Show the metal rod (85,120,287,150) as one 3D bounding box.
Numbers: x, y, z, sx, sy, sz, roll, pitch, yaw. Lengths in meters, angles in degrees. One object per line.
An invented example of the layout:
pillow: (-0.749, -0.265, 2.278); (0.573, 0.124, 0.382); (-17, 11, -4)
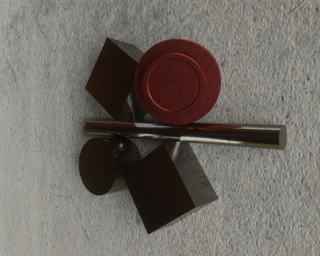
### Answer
metal rod: (0.006, 0.004, 0.401); (0.300, 0.025, 0.025); (3, 92, 39)

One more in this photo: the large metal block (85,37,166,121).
large metal block: (-0.048, -0.065, 0.424); (0.080, 0.050, 0.080); (44, 116, 31)

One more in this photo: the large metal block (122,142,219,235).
large metal block: (0.011, 0.071, 0.379); (0.080, 0.050, 0.080); (-40, 66, 32)

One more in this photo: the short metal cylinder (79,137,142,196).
short metal cylinder: (-0.072, 0.053, 0.447); (0.080, 0.050, 0.079); (0, 90, 39)

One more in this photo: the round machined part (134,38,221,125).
round machined part: (0.018, -0.050, 0.348); (0.098, 0.042, 0.097); (3, 105, 11)
